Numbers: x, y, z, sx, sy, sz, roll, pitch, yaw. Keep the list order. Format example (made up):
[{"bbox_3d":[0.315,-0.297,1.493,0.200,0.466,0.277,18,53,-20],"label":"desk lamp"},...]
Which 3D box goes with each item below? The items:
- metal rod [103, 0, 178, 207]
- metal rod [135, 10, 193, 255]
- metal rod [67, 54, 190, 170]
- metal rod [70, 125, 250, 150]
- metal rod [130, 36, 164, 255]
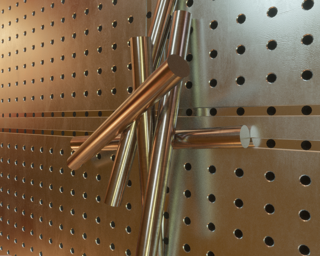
[{"bbox_3d":[-0.023,-0.044,0.402,0.025,0.025,0.298,18,94,38],"label":"metal rod"},{"bbox_3d":[0.006,0.006,0.370,0.025,0.025,0.298,4,82,39],"label":"metal rod"},{"bbox_3d":[-0.062,0.000,0.397,0.299,0.025,0.025,-36,68,49],"label":"metal rod"},{"bbox_3d":[-0.025,0.018,0.427,0.300,0.025,0.025,-4,87,39],"label":"metal rod"},{"bbox_3d":[-0.015,0.040,0.390,0.025,0.025,0.298,5,102,39],"label":"metal rod"}]
